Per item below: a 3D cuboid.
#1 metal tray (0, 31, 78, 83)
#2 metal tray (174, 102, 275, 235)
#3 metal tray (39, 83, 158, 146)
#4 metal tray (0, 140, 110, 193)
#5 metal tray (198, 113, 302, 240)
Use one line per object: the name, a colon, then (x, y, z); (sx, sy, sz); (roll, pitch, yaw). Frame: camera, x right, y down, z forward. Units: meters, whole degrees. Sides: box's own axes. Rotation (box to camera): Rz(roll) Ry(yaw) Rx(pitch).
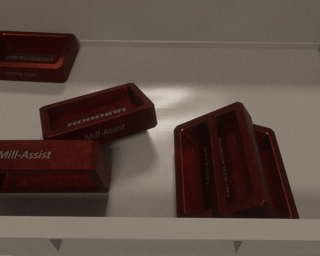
metal tray: (-0.207, -0.116, 0.495); (0.131, 0.030, 0.090); (3, 50, 2)
metal tray: (0.063, 0.041, 0.339); (0.090, 0.030, 0.130); (-22, 45, 24)
metal tray: (-0.080, -0.015, 0.393); (0.131, 0.030, 0.090); (-18, 32, -15)
metal tray: (-0.123, 0.043, 0.322); (0.131, 0.090, 0.030); (0, 65, -1)
metal tray: (0.093, 0.049, 0.342); (0.091, 0.030, 0.130); (13, 48, -14)
